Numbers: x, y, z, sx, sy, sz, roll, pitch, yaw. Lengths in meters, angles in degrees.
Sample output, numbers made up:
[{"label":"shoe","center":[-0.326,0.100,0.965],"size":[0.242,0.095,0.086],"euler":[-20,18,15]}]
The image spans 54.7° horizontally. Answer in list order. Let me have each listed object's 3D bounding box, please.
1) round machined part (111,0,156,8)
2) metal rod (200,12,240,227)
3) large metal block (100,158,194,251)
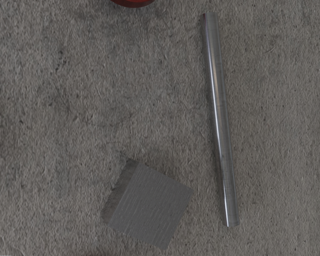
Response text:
[{"label":"round machined part","center":[-0.039,-0.198,0.385],"size":[0.099,0.042,0.097],"euler":[0,90,-20]},{"label":"metal rod","center":[0.085,-0.010,0.440],"size":[0.025,0.025,0.298],"euler":[-8,93,-20]},{"label":"large metal block","center":[-0.017,0.093,0.390],"size":[0.080,0.050,0.080],"euler":[30,80,-18]}]
